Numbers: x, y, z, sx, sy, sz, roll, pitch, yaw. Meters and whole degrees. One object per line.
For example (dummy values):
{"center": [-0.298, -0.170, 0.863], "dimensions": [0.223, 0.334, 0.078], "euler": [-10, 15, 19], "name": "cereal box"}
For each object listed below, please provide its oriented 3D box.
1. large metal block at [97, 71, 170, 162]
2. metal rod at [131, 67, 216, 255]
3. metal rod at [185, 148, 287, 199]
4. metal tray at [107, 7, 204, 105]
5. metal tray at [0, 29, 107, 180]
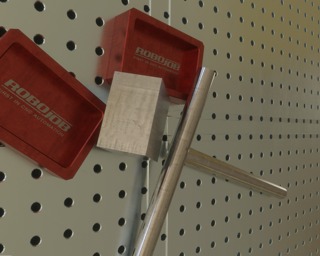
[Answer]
{"center": [-0.025, -0.009, 0.348], "dimensions": [0.080, 0.050, 0.080], "euler": [55, 46, -76], "name": "large metal block"}
{"center": [0.012, 0.063, 0.398], "dimensions": [0.025, 0.025, 0.299], "euler": [25, 81, -38], "name": "metal rod"}
{"center": [0.131, 0.080, 0.522], "dimensions": [0.302, 0.025, 0.025], "euler": [24, 75, -38], "name": "metal rod"}
{"center": [0.000, -0.088, 0.407], "dimensions": [0.131, 0.030, 0.090], "euler": [12, 82, -40], "name": "metal tray"}
{"center": [-0.120, -0.019, 0.306], "dimensions": [0.130, 0.030, 0.090], "euler": [43, 64, -32], "name": "metal tray"}
